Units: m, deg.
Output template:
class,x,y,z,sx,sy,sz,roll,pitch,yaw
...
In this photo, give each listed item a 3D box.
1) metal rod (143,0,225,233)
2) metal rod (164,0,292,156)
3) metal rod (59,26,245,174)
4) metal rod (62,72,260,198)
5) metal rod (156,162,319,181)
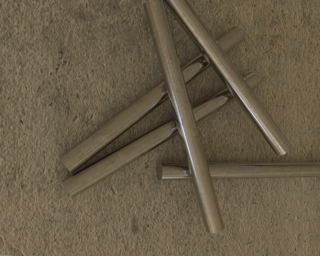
class,x,y,z,sx,sy,sz,roll,pitch,yaw
metal rod,0.032,-0.010,0.392,0.025,0.025,0.298,-18,96,-19
metal rod,0.084,-0.081,0.412,0.025,0.025,0.300,-43,104,-15
metal rod,0.001,-0.046,0.408,0.301,0.025,0.025,-39,103,-16
metal rod,0.014,0.000,0.413,0.302,0.025,0.025,-30,100,-18
metal rod,0.141,0.062,0.460,0.302,0.025,0.025,2,89,-20
